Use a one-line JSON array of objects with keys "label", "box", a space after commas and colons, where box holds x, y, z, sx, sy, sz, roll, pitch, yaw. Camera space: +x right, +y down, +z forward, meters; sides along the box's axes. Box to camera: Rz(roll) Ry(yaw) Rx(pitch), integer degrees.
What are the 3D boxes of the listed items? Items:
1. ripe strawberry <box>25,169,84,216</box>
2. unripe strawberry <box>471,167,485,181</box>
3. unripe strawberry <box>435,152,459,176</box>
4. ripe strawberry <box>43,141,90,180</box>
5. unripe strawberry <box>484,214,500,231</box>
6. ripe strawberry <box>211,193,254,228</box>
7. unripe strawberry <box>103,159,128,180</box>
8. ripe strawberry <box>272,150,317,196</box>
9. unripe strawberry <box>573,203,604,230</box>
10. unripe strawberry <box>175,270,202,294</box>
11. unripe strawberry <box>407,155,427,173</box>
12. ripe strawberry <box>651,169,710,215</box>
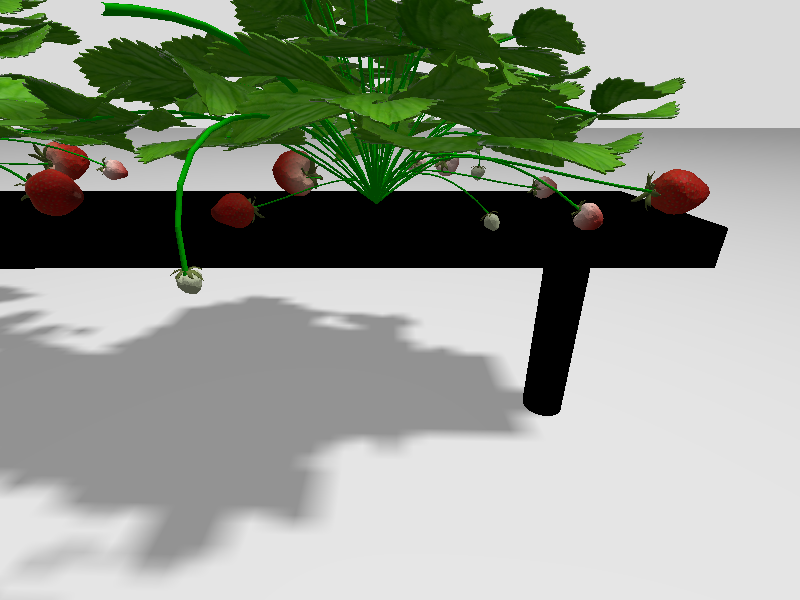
[{"label": "ripe strawberry", "box": [-0.258, -0.080, 0.302, 0.035, 0.034, 0.032, 8, 26, 9]}, {"label": "unripe strawberry", "box": [0.092, -0.149, 0.473, 0.015, 0.015, 0.013, 18, 31, 34]}, {"label": "unripe strawberry", "box": [0.060, -0.171, 0.502, 0.030, 0.032, 0.033, 11, 11, 22]}, {"label": "ripe strawberry", "box": [-0.380, -0.159, 0.459, 0.038, 0.043, 0.041, 16, 29, 30]}, {"label": "unripe strawberry", "box": [0.061, -0.051, 0.265, 0.011, 0.011, 0.010, -21, -5, -38]}, {"label": "ripe strawberry", "box": [-0.111, -0.059, 0.265, 0.026, 0.022, 0.026, -22, 33, -38]}, {"label": "unripe strawberry", "box": [-0.326, -0.149, 0.460, 0.026, 0.023, 0.023, 25, 8, 42]}, {"label": "ripe strawberry", "box": [-0.103, -0.120, 0.381, 0.043, 0.043, 0.040, 13, 28, 27]}, {"label": "unripe strawberry", "box": [0.122, -0.053, 0.259, 0.017, 0.018, 0.016, 41, 38, 14]}, {"label": "unripe strawberry", "box": [-0.085, -0.007, 0.162, 0.011, 0.010, 0.010, 8, 26, 16]}, {"label": "unripe strawberry", "box": [0.022, -0.174, 0.516, 0.025, 0.021, 0.025, 5, 10, 11]}, {"label": "ripe strawberry", "box": [0.208, -0.081, 0.299, 0.038, 0.033, 0.038, 5, 25, 10]}]
